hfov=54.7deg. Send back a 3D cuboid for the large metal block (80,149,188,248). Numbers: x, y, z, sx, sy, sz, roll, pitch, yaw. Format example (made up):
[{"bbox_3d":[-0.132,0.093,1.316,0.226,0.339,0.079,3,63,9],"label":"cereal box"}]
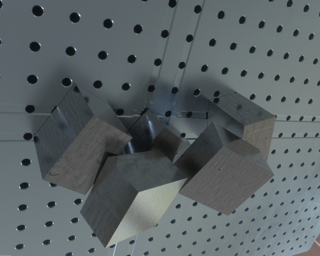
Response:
[{"bbox_3d":[-0.028,0.074,0.341,0.081,0.050,0.079,-3,130,-51],"label":"large metal block"}]

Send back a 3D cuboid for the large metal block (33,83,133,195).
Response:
[{"bbox_3d":[-0.087,0.010,0.335,0.050,0.080,0.080,34,99,-39],"label":"large metal block"}]

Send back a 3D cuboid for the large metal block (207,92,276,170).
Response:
[{"bbox_3d":[0.111,0.006,0.442,0.050,0.080,0.079,-15,125,-20],"label":"large metal block"}]

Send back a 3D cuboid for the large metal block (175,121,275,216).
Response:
[{"bbox_3d":[0.074,0.051,0.379,0.080,0.050,0.080,29,116,-23],"label":"large metal block"}]

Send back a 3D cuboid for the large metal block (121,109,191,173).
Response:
[{"bbox_3d":[-0.007,0.035,0.414,0.080,0.050,0.080,-49,129,6],"label":"large metal block"}]
